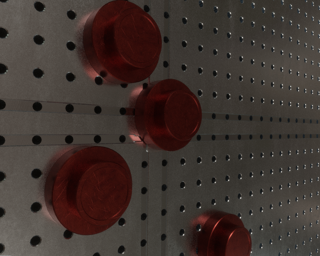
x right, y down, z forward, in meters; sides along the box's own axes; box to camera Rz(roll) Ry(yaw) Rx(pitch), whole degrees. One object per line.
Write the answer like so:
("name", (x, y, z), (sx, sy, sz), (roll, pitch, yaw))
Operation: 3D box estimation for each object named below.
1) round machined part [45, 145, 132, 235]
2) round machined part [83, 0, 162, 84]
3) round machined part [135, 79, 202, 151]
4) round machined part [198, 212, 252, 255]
("round machined part", (-0.070, 0.069, 0.341), (0.099, 0.042, 0.097), (0, 90, -40))
("round machined part", (-0.036, -0.103, 0.369), (0.099, 0.042, 0.097), (0, 90, -40))
("round machined part", (0.018, -0.017, 0.416), (0.099, 0.042, 0.097), (0, 90, -40))
("round machined part", (0.109, 0.187, 0.493), (0.099, 0.042, 0.097), (0, 90, -40))
